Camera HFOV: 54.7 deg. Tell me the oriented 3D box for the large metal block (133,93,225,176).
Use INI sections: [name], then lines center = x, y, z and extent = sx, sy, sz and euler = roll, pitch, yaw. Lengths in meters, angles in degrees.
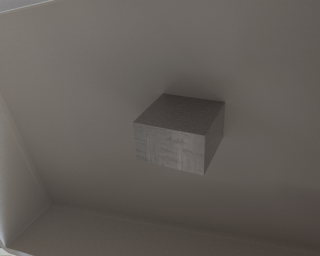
[large metal block]
center = 0.025, 0.003, 0.361
extent = 0.080, 0.080, 0.050
euler = 11, 123, 22
